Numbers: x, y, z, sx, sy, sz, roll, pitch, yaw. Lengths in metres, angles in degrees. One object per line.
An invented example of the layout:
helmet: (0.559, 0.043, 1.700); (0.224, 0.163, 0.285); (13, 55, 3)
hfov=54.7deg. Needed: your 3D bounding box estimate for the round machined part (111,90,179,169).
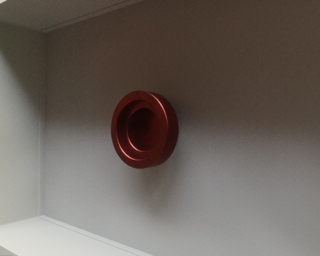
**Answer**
round machined part: (-0.015, 0.002, 0.401); (0.098, 0.042, 0.097); (0, 90, 39)
